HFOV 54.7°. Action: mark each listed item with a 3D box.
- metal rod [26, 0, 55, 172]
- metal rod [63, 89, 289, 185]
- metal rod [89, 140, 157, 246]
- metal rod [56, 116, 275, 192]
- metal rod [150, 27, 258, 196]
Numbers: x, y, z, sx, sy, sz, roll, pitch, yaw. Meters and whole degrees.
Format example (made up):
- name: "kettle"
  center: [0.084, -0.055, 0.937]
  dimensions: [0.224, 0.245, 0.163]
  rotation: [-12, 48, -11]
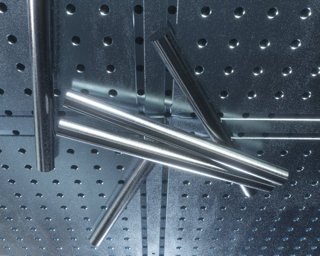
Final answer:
- name: "metal rod"
  center: [-0.137, -0.055, 0.362]
  dimensions: [0.025, 0.025, 0.298]
  rotation: [9, 130, -8]
- name: "metal rod"
  center: [0.027, 0.015, 0.400]
  dimensions: [0.302, 0.025, 0.025]
  rotation: [20, 127, -8]
- name: "metal rod"
  center: [-0.058, 0.112, 0.505]
  dimensions: [0.025, 0.025, 0.298]
  rotation: [20, 127, -17]
- name: "metal rod"
  center: [0.019, 0.039, 0.411]
  dimensions: [0.302, 0.025, 0.025]
  rotation: [17, 128, -14]
- name: "metal rod"
  center: [0.073, 0.000, 0.412]
  dimensions: [0.025, 0.025, 0.300]
  rotation: [-23, 127, 18]
